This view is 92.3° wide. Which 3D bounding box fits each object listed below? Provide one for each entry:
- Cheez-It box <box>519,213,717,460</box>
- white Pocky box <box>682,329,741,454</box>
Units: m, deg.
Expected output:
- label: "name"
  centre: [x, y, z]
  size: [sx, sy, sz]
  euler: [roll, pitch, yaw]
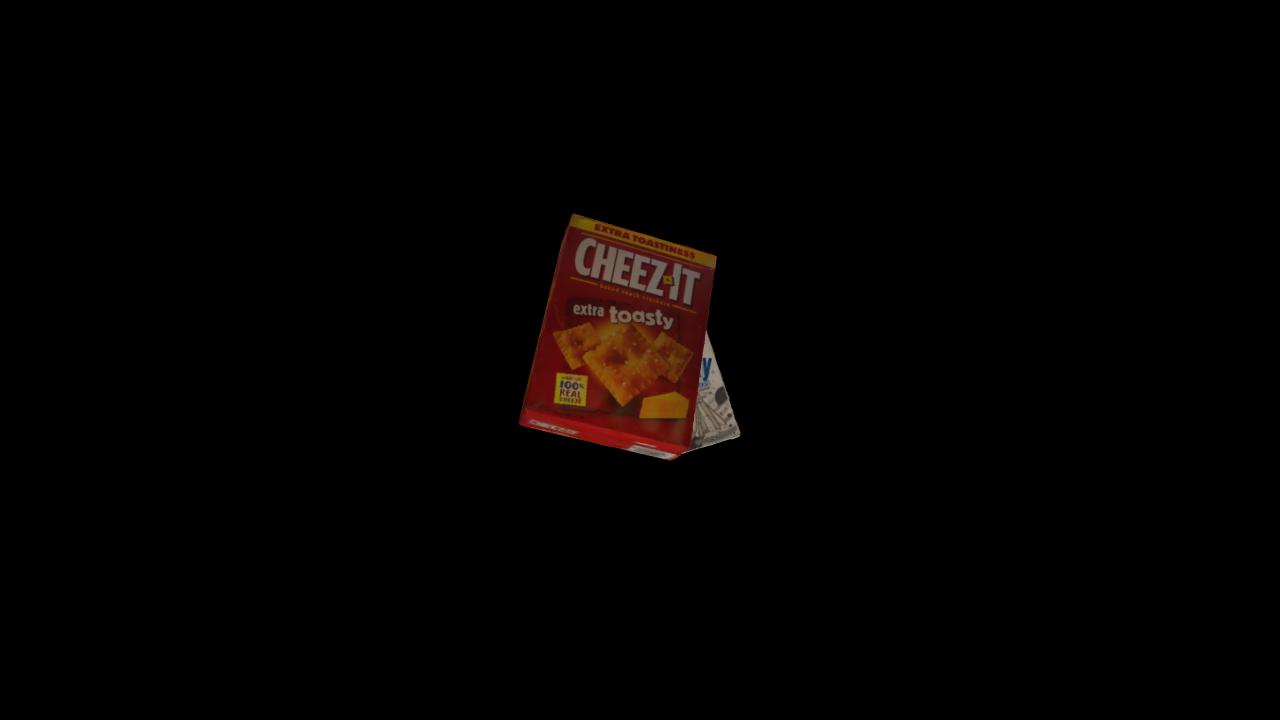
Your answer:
- label: "Cheez-It box"
  centre: [-0.018, -0.024, 0.636]
  size: [0.166, 0.223, 0.071]
  euler: [15, -23, -12]
- label: "white Pocky box"
  centre: [0.057, 0.028, 0.731]
  size: [0.084, 0.154, 0.028]
  euler: [-18, -3, 4]
